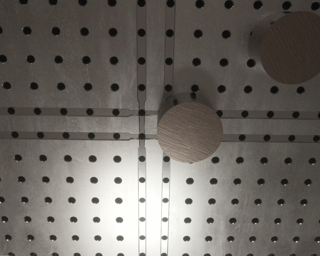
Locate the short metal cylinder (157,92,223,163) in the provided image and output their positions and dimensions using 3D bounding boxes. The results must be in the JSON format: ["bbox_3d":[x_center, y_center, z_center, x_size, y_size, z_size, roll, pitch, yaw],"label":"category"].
[{"bbox_3d":[0.036,-0.002,0.400,0.081,0.050,0.079,0,110,-1],"label":"short metal cylinder"}]

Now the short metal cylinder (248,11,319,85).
[{"bbox_3d":[0.151,-0.096,0.367,0.081,0.050,0.079,0,110,-1],"label":"short metal cylinder"}]
